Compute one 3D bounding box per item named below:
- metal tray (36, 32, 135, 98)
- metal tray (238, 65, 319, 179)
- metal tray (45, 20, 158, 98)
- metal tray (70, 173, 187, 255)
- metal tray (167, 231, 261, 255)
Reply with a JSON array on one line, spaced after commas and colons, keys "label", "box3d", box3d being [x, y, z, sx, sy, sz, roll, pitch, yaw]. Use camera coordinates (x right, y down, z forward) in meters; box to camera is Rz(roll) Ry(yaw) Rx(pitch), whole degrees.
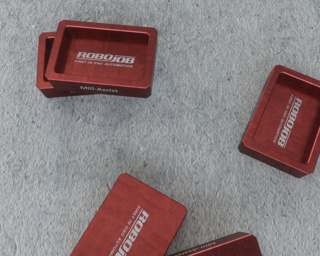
[{"label": "metal tray", "box3d": [-0.102, -0.093, 0.438, 0.131, 0.030, 0.090, -5, 70, -2]}, {"label": "metal tray", "box3d": [0.170, -0.011, 0.410, 0.090, 0.030, 0.130, 25, 72, 8]}, {"label": "metal tray", "box3d": [-0.072, -0.091, 0.405, 0.131, 0.030, 0.090, 6, 70, 2]}, {"label": "metal tray", "box3d": [-0.038, 0.130, 0.358, 0.090, 0.030, 0.130, 28, 72, 9]}, {"label": "metal tray", "box3d": [0.050, 0.173, 0.324, 0.131, 0.030, 0.090, -13, 80, -15]}]
